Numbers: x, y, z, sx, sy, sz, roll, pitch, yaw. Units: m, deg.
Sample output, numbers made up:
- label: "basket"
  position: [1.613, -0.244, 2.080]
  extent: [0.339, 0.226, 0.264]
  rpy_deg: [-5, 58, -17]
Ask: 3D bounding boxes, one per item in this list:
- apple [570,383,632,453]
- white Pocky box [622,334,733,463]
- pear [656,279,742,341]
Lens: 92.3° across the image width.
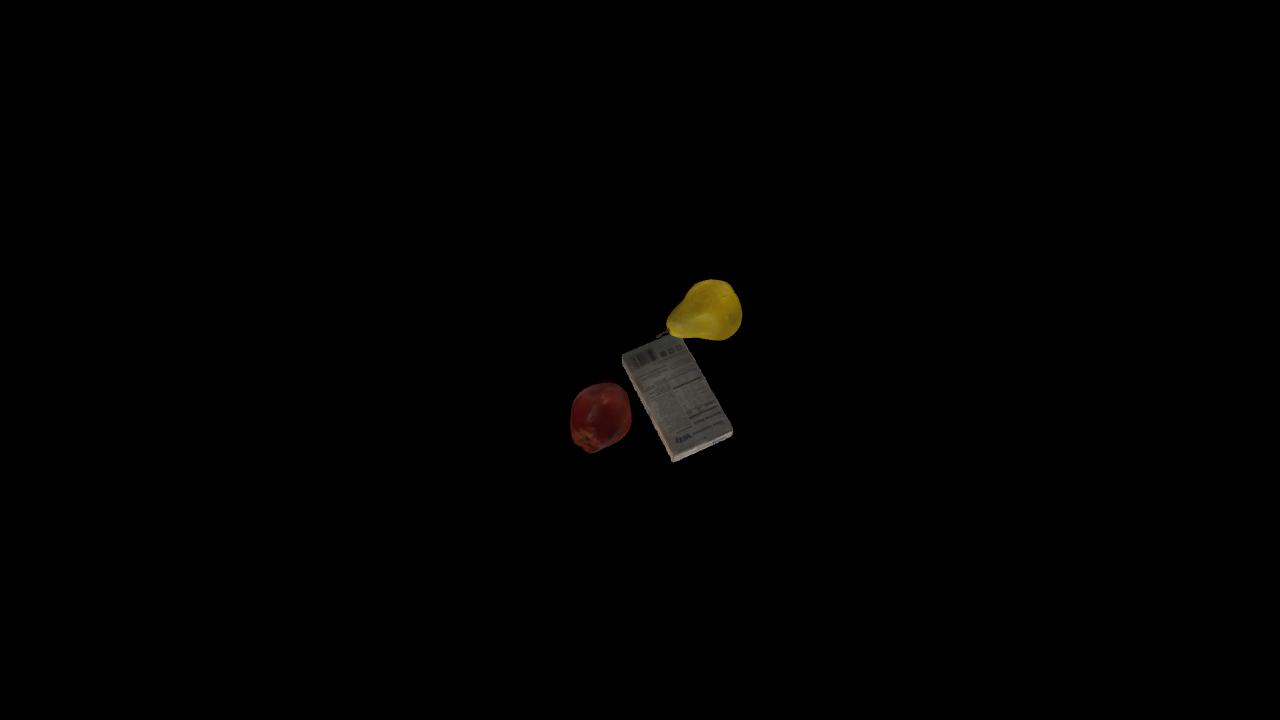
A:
- label: "apple"
  position: [-0.048, 0.070, 0.765]
  extent: [0.079, 0.079, 0.093]
  rpy_deg: [0, 31, 28]
- label: "white Pocky box"
  position: [0.044, 0.043, 0.770]
  extent: [0.084, 0.154, 0.028]
  rpy_deg: [-23, -26, -10]
- label: "pear"
  position: [0.069, -0.054, 0.767]
  extent: [0.111, 0.080, 0.080]
  rpy_deg: [-18, 1, -2]
